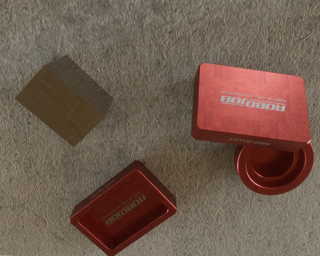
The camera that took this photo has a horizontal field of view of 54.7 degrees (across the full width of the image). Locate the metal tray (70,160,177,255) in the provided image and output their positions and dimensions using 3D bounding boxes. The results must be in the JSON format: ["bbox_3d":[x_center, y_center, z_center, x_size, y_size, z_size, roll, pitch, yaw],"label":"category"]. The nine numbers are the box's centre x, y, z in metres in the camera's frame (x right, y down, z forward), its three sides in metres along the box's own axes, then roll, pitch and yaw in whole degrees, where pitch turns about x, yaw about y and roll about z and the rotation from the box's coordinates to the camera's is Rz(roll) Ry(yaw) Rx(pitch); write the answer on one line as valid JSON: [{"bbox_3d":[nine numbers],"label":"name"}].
[{"bbox_3d":[-0.052,0.119,0.450,0.130,0.030,0.090,-38,106,12],"label":"metal tray"}]

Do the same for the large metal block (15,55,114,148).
[{"bbox_3d":[-0.106,-0.035,0.366,0.050,0.080,0.080,-43,105,14],"label":"large metal block"}]

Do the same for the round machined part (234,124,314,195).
[{"bbox_3d":[0.149,0.037,0.417,0.099,0.042,0.097,0,110,-1],"label":"round machined part"}]

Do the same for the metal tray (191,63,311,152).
[{"bbox_3d":[0.106,-0.025,0.370,0.131,0.030,0.090,7,65,-3],"label":"metal tray"}]
